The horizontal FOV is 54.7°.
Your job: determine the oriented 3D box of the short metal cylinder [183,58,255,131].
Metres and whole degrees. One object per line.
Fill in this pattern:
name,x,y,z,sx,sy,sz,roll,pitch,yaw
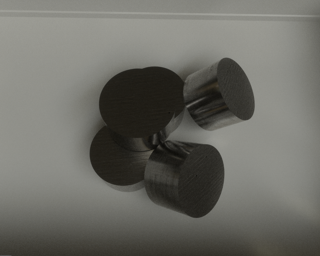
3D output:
short metal cylinder,0.075,-0.041,0.389,0.080,0.050,0.080,20,61,-40

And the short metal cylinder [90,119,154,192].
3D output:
short metal cylinder,-0.041,0.035,0.382,0.081,0.050,0.080,0,70,0

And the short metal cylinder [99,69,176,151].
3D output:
short metal cylinder,-0.023,-0.019,0.347,0.081,0.050,0.080,0,70,0

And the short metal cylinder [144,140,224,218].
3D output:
short metal cylinder,0.029,0.055,0.352,0.050,0.080,0.080,5,63,45

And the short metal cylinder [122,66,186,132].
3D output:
short metal cylinder,-0.007,-0.033,0.406,0.081,0.050,0.080,0,70,0
